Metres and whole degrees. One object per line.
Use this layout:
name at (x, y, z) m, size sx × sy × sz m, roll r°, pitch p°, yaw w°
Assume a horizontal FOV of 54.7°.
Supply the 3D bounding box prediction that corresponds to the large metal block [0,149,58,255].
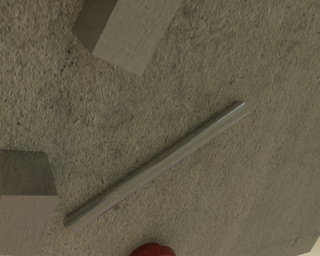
large metal block at (-0.153, 0.079, 0.337) m, size 0.050 × 0.080 × 0.079 m, roll 9°, pitch 114°, yaw -33°

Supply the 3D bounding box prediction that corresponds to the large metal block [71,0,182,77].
large metal block at (-0.034, -0.106, 0.288) m, size 0.050 × 0.080 × 0.080 m, roll 20°, pitch 108°, yaw -36°

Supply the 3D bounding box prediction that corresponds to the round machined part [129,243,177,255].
round machined part at (-0.019, 0.239, 0.536) m, size 0.099 × 0.042 × 0.097 m, roll -14°, pitch 125°, yaw -21°

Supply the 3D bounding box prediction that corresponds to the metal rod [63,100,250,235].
metal rod at (-0.001, 0.052, 0.440) m, size 0.301 × 0.025 × 0.025 m, roll -34°, pitch 129°, yaw -7°
